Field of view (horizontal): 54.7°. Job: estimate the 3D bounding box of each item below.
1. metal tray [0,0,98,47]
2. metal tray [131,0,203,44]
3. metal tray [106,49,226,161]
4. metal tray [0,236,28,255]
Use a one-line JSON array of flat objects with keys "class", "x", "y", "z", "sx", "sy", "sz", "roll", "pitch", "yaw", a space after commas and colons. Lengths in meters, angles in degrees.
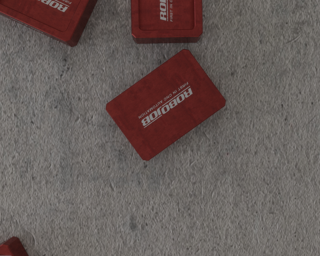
[{"class": "metal tray", "x": -0.156, "y": -0.175, "z": 0.405, "sx": 0.131, "sy": 0.030, "sz": 0.090, "roll": 25, "pitch": 90, "yaw": 0}, {"class": "metal tray", "x": 0.008, "y": -0.180, "z": 0.407, "sx": 0.091, "sy": 0.030, "sz": 0.129, "roll": -1, "pitch": 90, "yaw": 0}, {"class": "metal tray", "x": 0.007, "y": -0.029, "z": 0.407, "sx": 0.130, "sy": 0.030, "sz": 0.090, "roll": -36, "pitch": 90, "yaw": 0}, {"class": "metal tray", "x": -0.202, "y": 0.223, "z": 0.405, "sx": 0.090, "sy": 0.030, "sz": 0.130, "roll": -29, "pitch": 90, "yaw": 0}]
